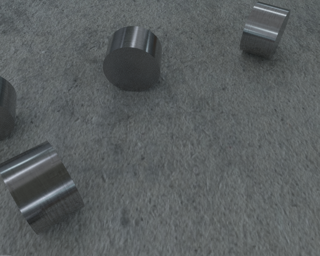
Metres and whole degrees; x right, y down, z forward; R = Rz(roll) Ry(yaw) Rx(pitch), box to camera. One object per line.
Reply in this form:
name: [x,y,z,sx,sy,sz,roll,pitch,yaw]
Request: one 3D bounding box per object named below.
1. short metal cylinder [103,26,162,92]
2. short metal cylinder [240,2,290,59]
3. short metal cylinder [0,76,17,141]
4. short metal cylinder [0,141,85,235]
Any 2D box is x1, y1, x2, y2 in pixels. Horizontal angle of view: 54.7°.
short metal cylinder: [-0.038,-0.099,0.450,0.081,0.080,0.050,3,50,2]
short metal cylinder: [0.170,-0.157,0.502,0.050,0.080,0.080,24,54,19]
short metal cylinder: [-0.224,-0.025,0.385,0.081,0.080,0.050,-10,51,-9]
short metal cylinder: [-0.120,0.060,0.316,0.050,0.080,0.080,-30,56,-23]
